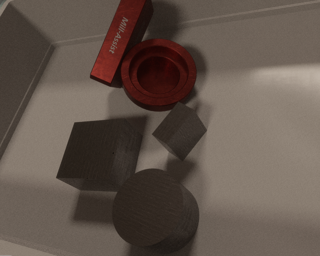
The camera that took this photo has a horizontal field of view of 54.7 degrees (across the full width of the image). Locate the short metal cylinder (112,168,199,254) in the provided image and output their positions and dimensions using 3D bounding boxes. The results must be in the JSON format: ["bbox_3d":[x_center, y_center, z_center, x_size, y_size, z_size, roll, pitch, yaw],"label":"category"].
[{"bbox_3d":[-0.004,0.090,0.335,0.080,0.050,0.080,-13,56,20],"label":"short metal cylinder"}]

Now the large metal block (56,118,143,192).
[{"bbox_3d":[-0.077,0.037,0.406,0.080,0.050,0.080,-4,60,26],"label":"large metal block"}]

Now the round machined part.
[{"bbox_3d":[-0.002,-0.067,0.419,0.099,0.042,0.098,1,72,-3],"label":"round machined part"}]

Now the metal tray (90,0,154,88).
[{"bbox_3d":[-0.051,-0.122,0.438,0.030,0.090,0.129,24,96,0],"label":"metal tray"}]

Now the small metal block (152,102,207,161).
[{"bbox_3d":[0.025,0.005,0.373,0.025,0.050,0.050,33,80,38],"label":"small metal block"}]
